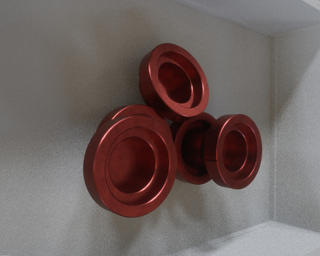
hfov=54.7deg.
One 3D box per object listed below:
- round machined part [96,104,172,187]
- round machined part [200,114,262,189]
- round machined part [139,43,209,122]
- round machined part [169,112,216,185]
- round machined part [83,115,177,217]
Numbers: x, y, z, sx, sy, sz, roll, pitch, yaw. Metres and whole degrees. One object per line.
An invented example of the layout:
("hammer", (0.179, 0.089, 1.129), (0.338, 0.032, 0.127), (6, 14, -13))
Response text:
("round machined part", (-0.035, 0.022, 0.364), (0.099, 0.042, 0.097), (0, 90, -40))
("round machined part", (0.092, 0.031, 0.416), (0.099, 0.042, 0.097), (0, 90, -40))
("round machined part", (0.013, -0.053, 0.391), (0.099, 0.042, 0.098), (18, 61, -35))
("round machined part", (0.042, 0.027, 0.429), (0.099, 0.042, 0.097), (0, 90, -40))
("round machined part", (-0.032, 0.036, 0.312), (0.099, 0.042, 0.097), (0, 90, -40))
